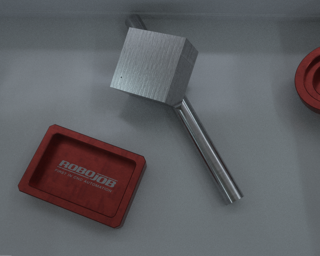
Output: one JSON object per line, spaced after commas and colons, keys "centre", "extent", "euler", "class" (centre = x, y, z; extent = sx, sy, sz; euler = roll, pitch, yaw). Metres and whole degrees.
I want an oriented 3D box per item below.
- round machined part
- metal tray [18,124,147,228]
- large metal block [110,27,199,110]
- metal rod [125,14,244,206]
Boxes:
{"centre": [0.235, -0.061, 0.411], "extent": [0.098, 0.042, 0.098], "euler": [-11, 69, 29], "class": "round machined part"}
{"centre": [-0.092, 0.059, 0.384], "extent": [0.131, 0.030, 0.090], "euler": [19, 71, 6], "class": "metal tray"}
{"centre": [-0.006, -0.076, 0.400], "extent": [0.080, 0.050, 0.080], "euler": [18, 91, 24], "class": "large metal block"}
{"centre": [0.025, -0.037, 0.423], "extent": [0.025, 0.025, 0.299], "euler": [-25, 72, -9], "class": "metal rod"}
